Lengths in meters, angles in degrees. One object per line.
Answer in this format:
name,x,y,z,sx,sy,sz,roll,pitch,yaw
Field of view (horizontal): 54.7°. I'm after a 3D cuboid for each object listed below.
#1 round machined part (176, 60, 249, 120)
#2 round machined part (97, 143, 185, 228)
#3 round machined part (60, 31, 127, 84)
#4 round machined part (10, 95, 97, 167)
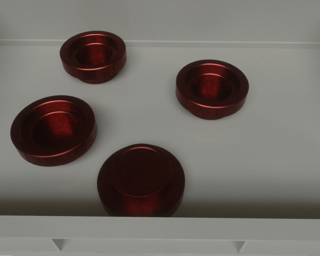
round machined part,0.071,-0.050,0.436,0.099,0.042,0.098,0,50,0
round machined part,-0.021,0.056,0.347,0.099,0.042,0.098,0,50,0
round machined part,-0.101,-0.106,0.482,0.099,0.042,0.098,0,50,0
round machined part,-0.128,0.008,0.387,0.099,0.042,0.098,0,50,0
